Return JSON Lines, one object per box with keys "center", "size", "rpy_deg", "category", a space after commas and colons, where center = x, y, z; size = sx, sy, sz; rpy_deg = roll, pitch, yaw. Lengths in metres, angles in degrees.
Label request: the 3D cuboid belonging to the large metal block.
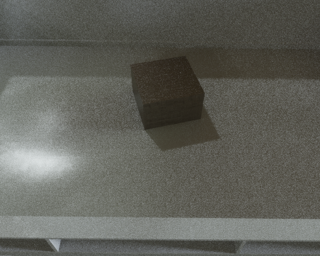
{"center": [0.008, -0.050, 0.431], "size": [0.081, 0.050, 0.080], "rpy_deg": [-11, 51, -10], "category": "large metal block"}
